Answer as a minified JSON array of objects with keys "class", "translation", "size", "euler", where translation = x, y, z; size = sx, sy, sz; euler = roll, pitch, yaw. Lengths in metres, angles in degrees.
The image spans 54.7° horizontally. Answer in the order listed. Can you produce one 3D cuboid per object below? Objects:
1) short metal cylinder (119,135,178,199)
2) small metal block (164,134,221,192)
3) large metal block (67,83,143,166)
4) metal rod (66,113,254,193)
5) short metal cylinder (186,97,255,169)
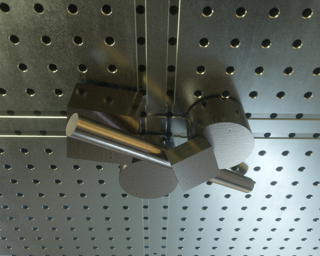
[{"class":"short metal cylinder","translation":[-0.015,0.055,0.437],"size":[0.081,0.050,0.079],"euler":[0,130,0]},{"class":"small metal block","translation":[0.039,0.042,0.368],"size":[0.050,0.025,0.050],"euler":[-25,128,-3]},{"class":"large metal block","translation":[-0.069,-0.003,0.385],"size":[0.081,0.050,0.079],"euler":[8,130,-7]},{"class":"metal rod","translation":[0.025,0.043,0.398],"size":[0.302,0.025,0.025],"euler":[22,128,-36]},{"class":"short metal cylinder","translation":[0.075,0.008,0.398],"size":[0.081,0.050,0.079],"euler":[0,130,0]}]
